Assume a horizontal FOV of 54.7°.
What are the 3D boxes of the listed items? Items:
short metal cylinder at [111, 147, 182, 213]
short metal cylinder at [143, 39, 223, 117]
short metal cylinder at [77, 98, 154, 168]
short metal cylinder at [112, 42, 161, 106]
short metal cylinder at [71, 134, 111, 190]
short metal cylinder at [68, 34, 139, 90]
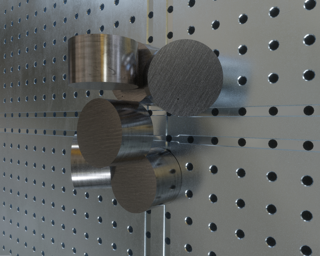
[{"bbox_3d":[-0.019,0.067,0.408,0.080,0.050,0.079,1,91,39],"label":"short metal cylinder"},{"bbox_3d":[0.023,-0.055,0.345,0.050,0.081,0.079,-138,56,-78],"label":"short metal cylinder"},{"bbox_3d":[-0.055,0.006,0.372,0.080,0.050,0.079,0,90,40],"label":"short metal cylinder"},{"bbox_3d":[-0.021,-0.069,0.410,0.080,0.050,0.079,1,91,40],"label":"short metal cylinder"},{"bbox_3d":[-0.093,0.047,0.444,0.050,0.080,0.080,-2,89,-4],"label":"short metal cylinder"},{"bbox_3d":[-0.065,-0.073,0.360,0.080,0.081,0.050,1,91,40],"label":"short metal cylinder"}]
